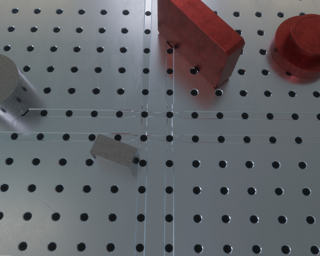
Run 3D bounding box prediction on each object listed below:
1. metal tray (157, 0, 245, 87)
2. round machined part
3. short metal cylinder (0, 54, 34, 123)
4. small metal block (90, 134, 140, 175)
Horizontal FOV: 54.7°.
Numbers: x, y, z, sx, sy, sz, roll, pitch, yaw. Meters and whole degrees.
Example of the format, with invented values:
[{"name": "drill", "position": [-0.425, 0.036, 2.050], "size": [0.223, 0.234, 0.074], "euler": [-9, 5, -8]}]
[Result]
[{"name": "metal tray", "position": [0.050, -0.126, 0.423], "size": [0.030, 0.090, 0.130], "euler": [-39, 75, -13]}, {"name": "round machined part", "position": [0.217, -0.125, 0.450], "size": [0.099, 0.042, 0.098], "euler": [0, 70, 0]}, {"name": "short metal cylinder", "position": [-0.220, -0.052, 0.416], "size": [0.081, 0.050, 0.080], "euler": [0, 70, 0]}, {"name": "small metal block", "position": [-0.054, 0.034, 0.385], "size": [0.050, 0.050, 0.025], "euler": [20, 72, 7]}]
